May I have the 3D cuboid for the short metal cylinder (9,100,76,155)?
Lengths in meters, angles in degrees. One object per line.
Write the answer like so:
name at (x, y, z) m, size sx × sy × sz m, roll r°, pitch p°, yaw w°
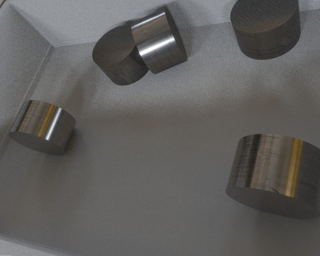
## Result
short metal cylinder at (-0.172, 0.001, 0.457) m, size 0.080 × 0.080 × 0.050 m, roll 1°, pitch 62°, yaw 28°

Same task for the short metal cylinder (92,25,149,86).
short metal cylinder at (-0.058, -0.114, 0.489) m, size 0.080 × 0.050 × 0.080 m, roll -13°, pitch 56°, yaw 20°

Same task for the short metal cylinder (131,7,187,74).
short metal cylinder at (0.001, -0.124, 0.445) m, size 0.050 × 0.080 × 0.080 m, roll -21°, pitch 54°, yaw 16°

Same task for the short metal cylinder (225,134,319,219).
short metal cylinder at (0.107, 0.046, 0.286) m, size 0.080 × 0.080 × 0.050 m, roll 7°, pitch 65°, yaw 31°

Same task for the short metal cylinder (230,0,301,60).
short metal cylinder at (0.137, -0.136, 0.401) m, size 0.080 × 0.050 × 0.080 m, roll -13°, pitch 56°, yaw 20°
